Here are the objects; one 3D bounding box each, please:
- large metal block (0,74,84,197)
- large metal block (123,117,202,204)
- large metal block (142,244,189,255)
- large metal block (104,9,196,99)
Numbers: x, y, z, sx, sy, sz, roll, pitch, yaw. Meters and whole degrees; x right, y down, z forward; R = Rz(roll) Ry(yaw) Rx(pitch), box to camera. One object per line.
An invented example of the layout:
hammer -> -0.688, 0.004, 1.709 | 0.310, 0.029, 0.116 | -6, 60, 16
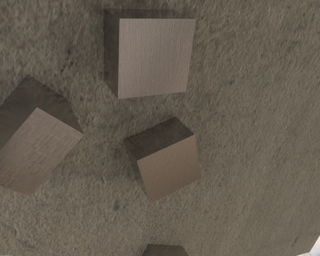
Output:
large metal block -> -0.129, 0.005, 0.304 | 0.080, 0.080, 0.050 | -48, 129, 5
large metal block -> 0.005, 0.043, 0.422 | 0.081, 0.050, 0.080 | -24, 127, -14
large metal block -> 0.003, 0.258, 0.554 | 0.080, 0.050, 0.080 | 20, 108, -36
large metal block -> -0.014, -0.082, 0.334 | 0.081, 0.050, 0.079 | -9, 123, -24
